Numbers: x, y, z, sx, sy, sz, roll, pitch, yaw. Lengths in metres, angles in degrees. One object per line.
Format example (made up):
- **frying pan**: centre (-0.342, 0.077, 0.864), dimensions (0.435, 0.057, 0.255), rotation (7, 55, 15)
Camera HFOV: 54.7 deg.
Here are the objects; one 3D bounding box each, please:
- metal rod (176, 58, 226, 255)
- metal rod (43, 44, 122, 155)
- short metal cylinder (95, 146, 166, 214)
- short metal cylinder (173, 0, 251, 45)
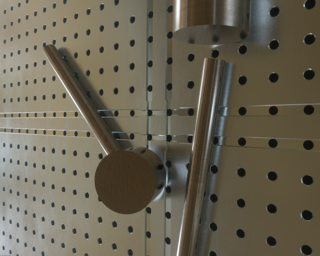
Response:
- **metal rod**: centre (0.044, 0.069, 0.372), dimensions (0.025, 0.025, 0.298), rotation (12, 98, 39)
- **metal rod**: centre (-0.126, -0.039, 0.512), dimensions (0.025, 0.025, 0.300), rotation (-52, 60, 27)
- **short metal cylinder**: centre (-0.037, 0.066, 0.406), dimensions (0.080, 0.050, 0.079), rotation (1, 92, 16)
- **short metal cylinder**: centre (0.055, -0.123, 0.328), dimensions (0.080, 0.081, 0.050), rotation (3, 92, 40)
